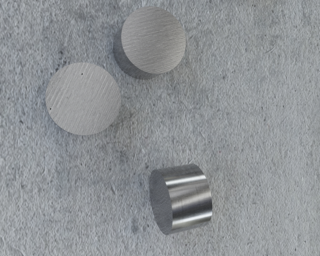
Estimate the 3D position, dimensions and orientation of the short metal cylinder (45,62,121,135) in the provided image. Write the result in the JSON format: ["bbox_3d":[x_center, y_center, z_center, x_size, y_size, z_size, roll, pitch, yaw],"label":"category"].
[{"bbox_3d":[-0.091,-0.032,0.362,0.081,0.050,0.080,0,90,-20],"label":"short metal cylinder"}]

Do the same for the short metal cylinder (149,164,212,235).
[{"bbox_3d":[0.023,0.088,0.388,0.050,0.080,0.079,-7,93,-20],"label":"short metal cylinder"}]

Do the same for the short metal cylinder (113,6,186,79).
[{"bbox_3d":[-0.015,-0.104,0.390,0.081,0.050,0.080,0,90,-20],"label":"short metal cylinder"}]
